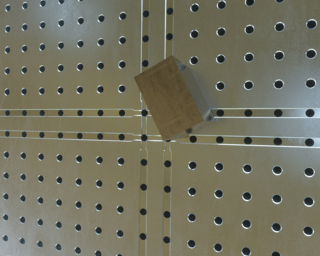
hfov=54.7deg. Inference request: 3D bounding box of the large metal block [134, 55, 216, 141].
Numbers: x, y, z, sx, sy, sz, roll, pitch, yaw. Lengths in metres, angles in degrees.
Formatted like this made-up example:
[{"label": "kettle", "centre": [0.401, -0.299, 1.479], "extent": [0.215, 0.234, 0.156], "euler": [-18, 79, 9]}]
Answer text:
[{"label": "large metal block", "centre": [0.022, -0.033, 0.375], "extent": [0.050, 0.080, 0.080], "euler": [-27, 81, 18]}]
